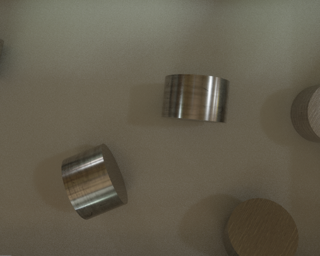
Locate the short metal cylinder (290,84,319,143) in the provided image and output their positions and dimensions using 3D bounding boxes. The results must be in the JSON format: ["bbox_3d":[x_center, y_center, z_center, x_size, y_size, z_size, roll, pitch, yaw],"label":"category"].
[{"bbox_3d":[0.219,-0.019,0.400,0.081,0.050,0.080,0,90,0],"label":"short metal cylinder"}]

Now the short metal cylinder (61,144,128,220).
[{"bbox_3d":[-0.079,0.066,0.383,0.050,0.080,0.080,-22,90,0],"label":"short metal cylinder"}]

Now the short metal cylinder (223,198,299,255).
[{"bbox_3d":[0.122,0.133,0.383,0.080,0.050,0.080,-1,61,2],"label":"short metal cylinder"}]

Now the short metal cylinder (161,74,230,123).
[{"bbox_3d":[0.044,-0.034,0.384,0.080,0.080,0.050,6,90,0],"label":"short metal cylinder"}]

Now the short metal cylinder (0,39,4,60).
[{"bbox_3d":[-0.242,-0.095,0.382,0.080,0.080,0.050,13,90,0],"label":"short metal cylinder"}]
